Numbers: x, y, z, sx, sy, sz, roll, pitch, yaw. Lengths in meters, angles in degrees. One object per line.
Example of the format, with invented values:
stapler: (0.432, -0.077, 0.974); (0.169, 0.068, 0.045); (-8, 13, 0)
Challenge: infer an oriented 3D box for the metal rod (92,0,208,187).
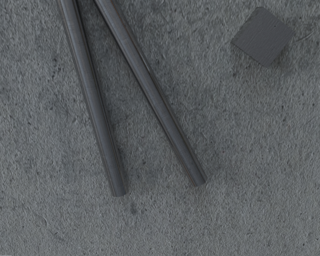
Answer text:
metal rod: (-0.011, -0.050, 0.391); (0.025, 0.025, 0.299); (-25, 109, 8)

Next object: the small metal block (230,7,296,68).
small metal block: (0.122, -0.108, 0.372); (0.050, 0.025, 0.050); (33, 107, -12)

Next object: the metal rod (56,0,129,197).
metal rod: (-0.085, -0.046, 0.391); (0.025, 0.025, 0.298); (-11, 110, 3)
